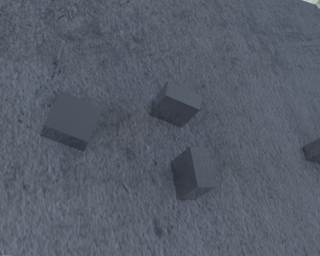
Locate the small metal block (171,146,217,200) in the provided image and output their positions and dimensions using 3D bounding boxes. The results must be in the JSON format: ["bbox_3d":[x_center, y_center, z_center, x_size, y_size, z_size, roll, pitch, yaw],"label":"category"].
[{"bbox_3d":[0.039,0.056,0.376,0.025,0.050,0.050,6,59,-26],"label":"small metal block"}]

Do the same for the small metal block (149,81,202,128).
[{"bbox_3d":[0.021,-0.030,0.419,0.050,0.050,0.025,22,54,-16],"label":"small metal block"}]

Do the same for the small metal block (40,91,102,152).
[{"bbox_3d":[-0.101,-0.008,0.355,0.050,0.025,0.050,23,53,-15],"label":"small metal block"}]

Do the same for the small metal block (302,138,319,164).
[{"bbox_3d":[0.279,0.038,0.518,0.050,0.050,0.025,15,56,-20],"label":"small metal block"}]
